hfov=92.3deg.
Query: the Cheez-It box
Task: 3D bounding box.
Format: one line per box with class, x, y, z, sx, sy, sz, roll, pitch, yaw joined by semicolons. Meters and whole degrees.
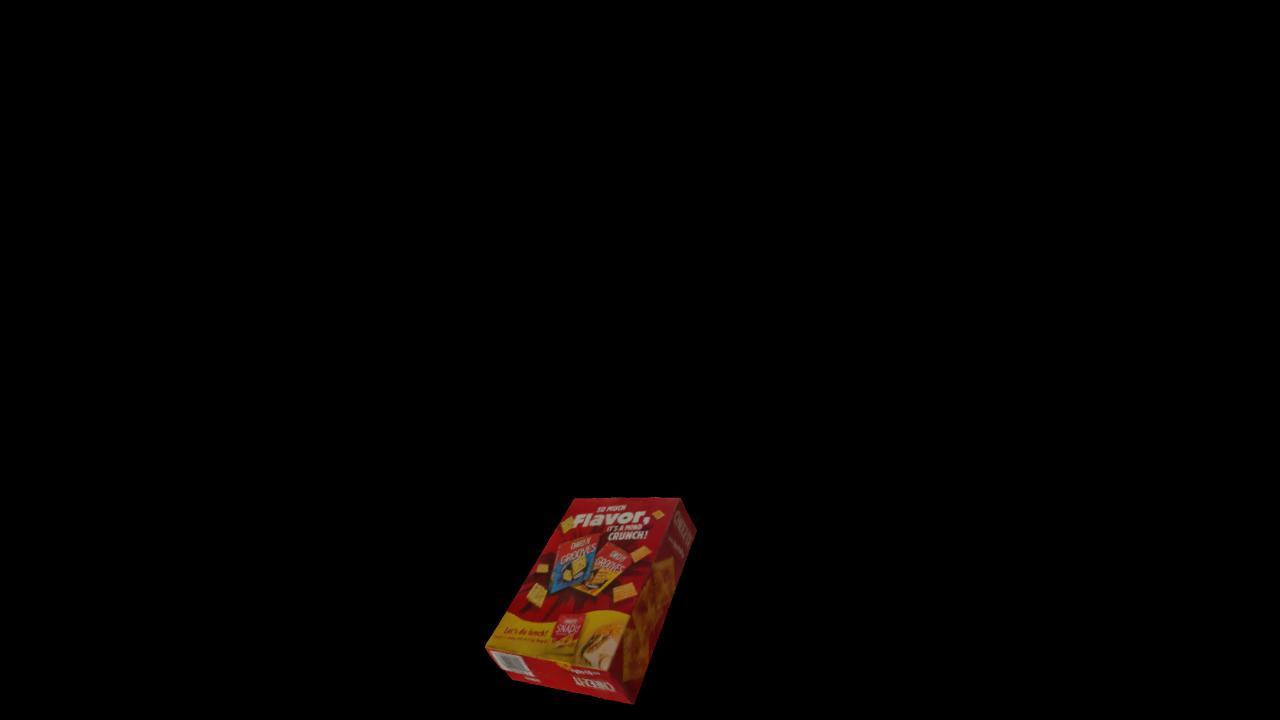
Cheez-It box;-0.048;0.260;0.710;0.166;0.071;0.223;-8;32;31
